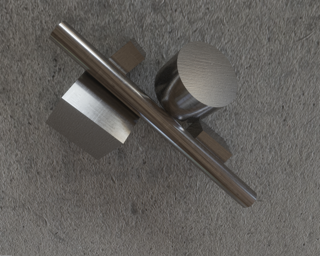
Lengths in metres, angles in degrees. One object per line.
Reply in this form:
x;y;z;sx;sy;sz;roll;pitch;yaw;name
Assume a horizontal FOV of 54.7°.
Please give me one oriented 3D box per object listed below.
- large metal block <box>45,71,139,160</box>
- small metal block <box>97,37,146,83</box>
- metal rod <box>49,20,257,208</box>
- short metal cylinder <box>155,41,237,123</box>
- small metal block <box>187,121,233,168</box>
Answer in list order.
-0.080;-0.013;0.373;0.080;0.050;0.080;39;146;-14;large metal block
-0.044;-0.080;0.368;0.050;0.050;0.025;-37;106;12;small metal block
0.003;-0.005;0.356;0.300;0.025;0.025;41;105;-14;metal rod
0.041;-0.052;0.357;0.080;0.080;0.050;37;147;-13;short metal cylinder
0.062;0.018;0.402;0.050;0.050;0.025;39;105;-14;small metal block
